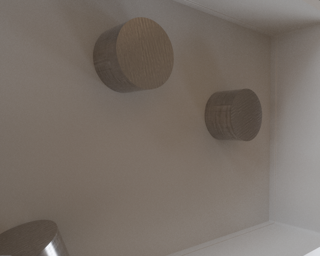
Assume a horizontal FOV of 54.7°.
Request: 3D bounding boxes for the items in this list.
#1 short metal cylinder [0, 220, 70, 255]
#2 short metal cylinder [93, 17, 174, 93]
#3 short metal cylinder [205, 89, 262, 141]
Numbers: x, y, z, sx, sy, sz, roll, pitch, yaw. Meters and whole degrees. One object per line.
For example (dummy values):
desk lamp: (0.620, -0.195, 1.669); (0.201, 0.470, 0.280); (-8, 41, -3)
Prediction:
short metal cylinder: (-0.120, 0.125, 0.270); (0.081, 0.080, 0.050); (-27, 107, -37)
short metal cylinder: (-0.030, -0.083, 0.364); (0.081, 0.050, 0.080); (0, 90, -40)
short metal cylinder: (0.116, -0.020, 0.487); (0.081, 0.050, 0.080); (0, 90, -40)
